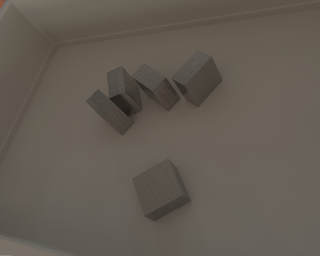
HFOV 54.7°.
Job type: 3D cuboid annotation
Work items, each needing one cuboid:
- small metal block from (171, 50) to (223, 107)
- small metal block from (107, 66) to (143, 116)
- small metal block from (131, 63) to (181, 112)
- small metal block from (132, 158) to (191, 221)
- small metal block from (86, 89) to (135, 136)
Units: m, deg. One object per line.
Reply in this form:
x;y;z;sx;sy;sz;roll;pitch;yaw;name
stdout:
0.049;-0.063;0.403;0.050;0.050;0.025;-48;51;-5;small metal block
-0.051;-0.053;0.449;0.025;0.050;0.050;-22;54;15;small metal block
-0.005;-0.056;0.427;0.025;0.050;0.050;-47;51;-4;small metal block
0.001;0.072;0.361;0.050;0.025;0.050;-30;52;8;small metal block
-0.071;-0.022;0.441;0.025;0.050;0.050;-47;51;-4;small metal block
